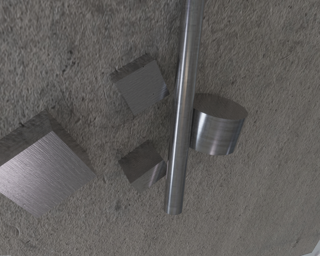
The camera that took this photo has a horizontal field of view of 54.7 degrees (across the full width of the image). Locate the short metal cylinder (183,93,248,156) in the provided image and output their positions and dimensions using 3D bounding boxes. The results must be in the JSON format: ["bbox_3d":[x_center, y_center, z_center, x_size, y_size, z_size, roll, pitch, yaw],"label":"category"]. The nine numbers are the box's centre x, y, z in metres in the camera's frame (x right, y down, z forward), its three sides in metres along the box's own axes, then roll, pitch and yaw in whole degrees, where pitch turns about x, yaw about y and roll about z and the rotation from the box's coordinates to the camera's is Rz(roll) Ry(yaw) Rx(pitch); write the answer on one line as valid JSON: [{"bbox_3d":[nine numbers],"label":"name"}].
[{"bbox_3d":[0.067,-0.007,0.404,0.081,0.080,0.050,-2,120,-28],"label":"short metal cylinder"}]

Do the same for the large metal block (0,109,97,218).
[{"bbox_3d":[-0.132,0.040,0.344,0.080,0.050,0.080,-36,129,-5],"label":"large metal block"}]

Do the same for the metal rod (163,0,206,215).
[{"bbox_3d":[0.028,-0.036,0.361,0.025,0.025,0.298,-4,108,-27],"label":"metal rod"}]

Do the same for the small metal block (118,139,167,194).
[{"bbox_3d":[-0.021,0.050,0.410,0.050,0.050,0.025,-36,129,-4],"label":"small metal block"}]

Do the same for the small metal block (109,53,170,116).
[{"bbox_3d":[-0.023,-0.051,0.363,0.050,0.025,0.050,-32,129,-8],"label":"small metal block"}]
